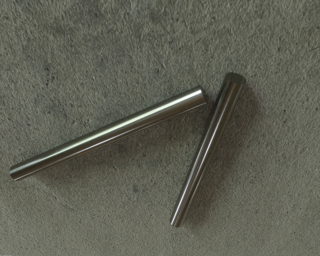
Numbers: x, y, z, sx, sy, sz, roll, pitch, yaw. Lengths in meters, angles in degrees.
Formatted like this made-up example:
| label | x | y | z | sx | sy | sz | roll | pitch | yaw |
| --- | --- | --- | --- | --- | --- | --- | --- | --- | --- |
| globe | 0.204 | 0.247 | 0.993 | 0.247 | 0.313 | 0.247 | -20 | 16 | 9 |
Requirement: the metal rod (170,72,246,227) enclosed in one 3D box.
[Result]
| label | x | y | z | sx | sy | sz | roll | pitch | yaw |
| --- | --- | --- | --- | --- | --- | --- | --- | --- | --- |
| metal rod | 0.059 | 0.053 | 0.453 | 0.025 | 0.025 | 0.298 | 8 | 130 | -8 |

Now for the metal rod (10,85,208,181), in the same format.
| label | x | y | z | sx | sy | sz | roll | pitch | yaw |
| --- | --- | --- | --- | --- | --- | --- | --- | --- | --- |
| metal rod | -0.080 | 0.013 | 0.417 | 0.300 | 0.025 | 0.025 | -22 | 127 | 17 |
